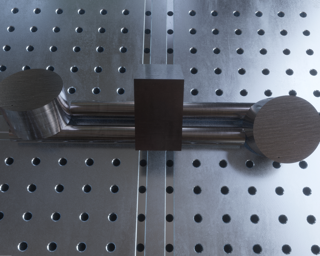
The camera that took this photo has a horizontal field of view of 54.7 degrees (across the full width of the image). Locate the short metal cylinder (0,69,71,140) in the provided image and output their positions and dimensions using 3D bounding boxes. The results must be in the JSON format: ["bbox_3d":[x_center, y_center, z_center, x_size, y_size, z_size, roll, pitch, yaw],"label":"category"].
[{"bbox_3d":[-0.159,-0.031,0.393,0.081,0.050,0.080,0,47,0],"label":"short metal cylinder"}]

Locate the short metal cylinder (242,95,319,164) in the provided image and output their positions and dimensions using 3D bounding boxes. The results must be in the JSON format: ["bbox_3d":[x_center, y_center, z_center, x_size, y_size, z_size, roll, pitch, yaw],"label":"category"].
[{"bbox_3d":[0.149,0.001,0.385,0.081,0.050,0.079,0,92,0],"label":"short metal cylinder"}]

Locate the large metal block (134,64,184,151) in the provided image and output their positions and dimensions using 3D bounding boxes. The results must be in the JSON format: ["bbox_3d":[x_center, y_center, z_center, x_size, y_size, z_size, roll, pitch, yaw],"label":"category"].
[{"bbox_3d":[-0.001,-0.027,0.360,0.050,0.080,0.079,1,112,0],"label":"large metal block"}]

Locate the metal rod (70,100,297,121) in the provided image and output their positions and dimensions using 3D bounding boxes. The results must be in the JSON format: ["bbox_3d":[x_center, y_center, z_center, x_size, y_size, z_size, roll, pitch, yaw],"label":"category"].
[{"bbox_3d":[0.033,-0.023,0.420,0.302,0.025,0.025,1,70,0],"label":"metal rod"}]

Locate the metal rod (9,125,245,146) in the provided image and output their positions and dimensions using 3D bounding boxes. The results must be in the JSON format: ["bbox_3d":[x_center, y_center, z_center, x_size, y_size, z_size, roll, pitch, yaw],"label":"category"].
[{"bbox_3d":[-0.042,0.009,0.407,0.302,0.025,0.025,1,70,0],"label":"metal rod"}]
